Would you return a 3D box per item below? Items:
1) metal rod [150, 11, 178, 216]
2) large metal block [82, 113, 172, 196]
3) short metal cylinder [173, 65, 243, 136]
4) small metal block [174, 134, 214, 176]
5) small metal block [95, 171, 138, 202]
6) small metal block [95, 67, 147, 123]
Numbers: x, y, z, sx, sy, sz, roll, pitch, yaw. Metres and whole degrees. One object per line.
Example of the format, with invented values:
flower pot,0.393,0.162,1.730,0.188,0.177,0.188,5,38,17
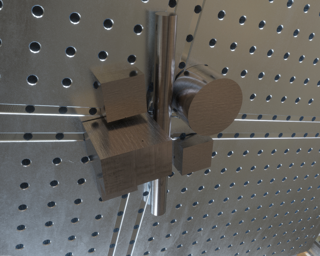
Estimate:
metal rod,0.002,0.003,0.415,0.025,0.025,0.298,-12,124,-22
large metal block,-0.040,0.024,0.368,0.081,0.080,0.050,-15,125,-21
short metal cylinder,0.060,-0.036,0.406,0.081,0.050,0.079,-14,125,-21
small metal block,0.050,0.038,0.464,0.050,0.025,0.050,-14,124,-21
small metal block,-0.060,0.066,0.421,0.050,0.025,0.050,-15,125,-21
small metal block,-0.045,-0.039,0.364,0.050,0.025,0.050,-16,125,-20
